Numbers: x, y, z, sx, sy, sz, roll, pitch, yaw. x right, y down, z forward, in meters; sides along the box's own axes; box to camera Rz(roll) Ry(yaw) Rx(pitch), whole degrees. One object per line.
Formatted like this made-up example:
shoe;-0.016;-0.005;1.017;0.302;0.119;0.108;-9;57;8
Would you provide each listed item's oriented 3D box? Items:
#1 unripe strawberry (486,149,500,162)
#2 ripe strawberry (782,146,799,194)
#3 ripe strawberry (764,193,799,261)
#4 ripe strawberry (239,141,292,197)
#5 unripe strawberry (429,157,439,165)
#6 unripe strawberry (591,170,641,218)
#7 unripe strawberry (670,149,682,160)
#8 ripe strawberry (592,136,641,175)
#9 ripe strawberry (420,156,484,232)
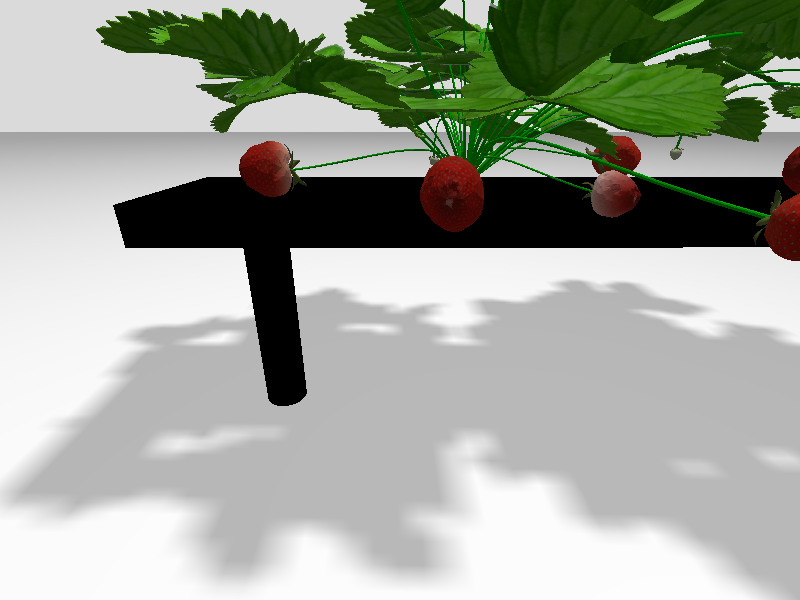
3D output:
unripe strawberry;0.120;-0.186;0.516;0.019;0.017;0.017;8;12;17
ripe strawberry;0.293;-0.095;0.285;0.039;0.040;0.035;-6;25;-12
ripe strawberry;0.161;-0.028;0.153;0.027;0.028;0.029;-12;28;-25
ripe strawberry;-0.094;-0.092;0.282;0.036;0.037;0.033;-9;26;-18
unripe strawberry;0.040;-0.164;0.473;0.011;0.010;0.010;-2;24;-5
unripe strawberry;0.118;-0.058;0.220;0.022;0.025;0.024;-12;27;-24
unripe strawberry;0.301;-0.159;0.437;0.011;0.011;0.011;13;27;26
ripe strawberry;0.205;-0.134;0.375;0.042;0.036;0.042;-7;25;-16
ripe strawberry;0.024;-0.049;0.190;0.031;0.035;0.033;4;25;10
